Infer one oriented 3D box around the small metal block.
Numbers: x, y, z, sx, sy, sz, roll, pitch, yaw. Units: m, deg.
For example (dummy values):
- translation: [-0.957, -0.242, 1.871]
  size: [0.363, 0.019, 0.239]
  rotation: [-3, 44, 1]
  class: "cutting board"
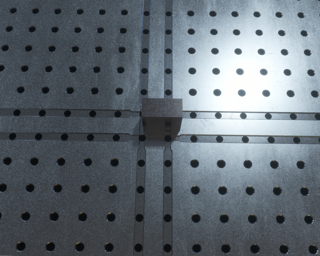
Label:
- translation: [0.003, -0.017, 0.405]
  size: [0.050, 0.050, 0.025]
  rotation: [1, 70, 0]
  class: "small metal block"
